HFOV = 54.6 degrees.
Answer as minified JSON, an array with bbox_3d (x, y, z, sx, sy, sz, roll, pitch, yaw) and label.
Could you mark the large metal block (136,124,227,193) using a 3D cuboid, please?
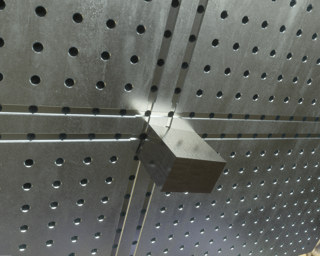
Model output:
[{"bbox_3d":[0.027,0.041,0.415,0.081,0.080,0.050,10,114,-33],"label":"large metal block"}]
